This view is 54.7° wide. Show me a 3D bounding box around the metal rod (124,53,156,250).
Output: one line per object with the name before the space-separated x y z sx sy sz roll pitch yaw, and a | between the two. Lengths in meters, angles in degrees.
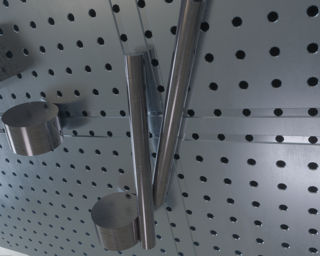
metal rod | -0.025 0.047 0.432 0.025 0.025 0.298 8 116 24

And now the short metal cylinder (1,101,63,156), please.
short metal cylinder | -0.194 -0.001 0.477 0.080 0.080 0.050 14 124 20

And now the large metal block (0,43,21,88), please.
large metal block | -0.280 -0.098 0.482 0.080 0.050 0.080 -20 108 35

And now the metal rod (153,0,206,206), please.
metal rod | 0.015 -0.009 0.397 0.025 0.025 0.298 20 126 16

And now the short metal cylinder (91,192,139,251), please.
short metal cylinder | -0.067 0.150 0.504 0.080 0.080 0.050 8 122 24
